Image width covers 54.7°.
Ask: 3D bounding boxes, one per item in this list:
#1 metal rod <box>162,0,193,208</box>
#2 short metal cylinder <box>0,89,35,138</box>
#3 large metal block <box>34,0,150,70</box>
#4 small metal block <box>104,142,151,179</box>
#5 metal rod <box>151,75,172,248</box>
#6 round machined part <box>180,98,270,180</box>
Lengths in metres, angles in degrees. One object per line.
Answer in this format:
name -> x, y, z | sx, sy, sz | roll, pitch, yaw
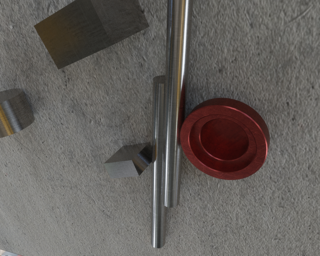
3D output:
metal rod -> 0.018, -0.020, 0.366 | 0.025, 0.025, 0.298 | 14, 125, 20
short metal cylinder -> -0.246, -0.023, 0.483 | 0.080, 0.080, 0.050 | 1, 119, 27
large metal block -> -0.071, -0.111, 0.339 | 0.080, 0.080, 0.050 | -13, 112, 33
small metal block -> -0.042, 0.046, 0.439 | 0.050, 0.050, 0.025 | -10, 111, 32
metal rod -> 0.000, 0.068, 0.447 | 0.025, 0.025, 0.298 | 15, 125, 19
round machined part -> 0.076, 0.009, 0.360 | 0.098, 0.042, 0.097 | 13, 124, 20
